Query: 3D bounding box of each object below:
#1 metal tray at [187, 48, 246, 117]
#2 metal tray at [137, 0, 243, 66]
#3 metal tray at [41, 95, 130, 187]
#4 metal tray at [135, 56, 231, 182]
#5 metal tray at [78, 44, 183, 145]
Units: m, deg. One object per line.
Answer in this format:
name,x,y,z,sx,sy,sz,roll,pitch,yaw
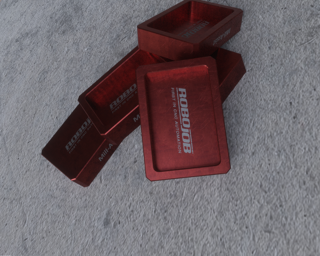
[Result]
metal tray,0.038,-0.075,0.427,0.130,0.030,0.090,30,78,37
metal tray,0.043,-0.134,0.417,0.090,0.030,0.131,25,47,26
metal tray,-0.100,0.008,0.447,0.090,0.030,0.130,27,76,37
metal tray,0.025,-0.009,0.350,0.090,0.030,0.129,-7,82,5
metal tray,-0.038,-0.051,0.413,0.130,0.030,0.090,-41,51,-1
